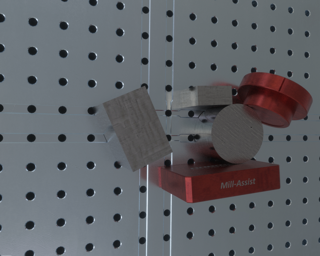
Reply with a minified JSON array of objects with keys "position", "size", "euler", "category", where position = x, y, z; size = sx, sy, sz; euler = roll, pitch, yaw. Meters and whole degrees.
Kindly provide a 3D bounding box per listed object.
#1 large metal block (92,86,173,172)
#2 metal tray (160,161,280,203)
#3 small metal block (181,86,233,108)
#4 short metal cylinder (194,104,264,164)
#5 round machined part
[{"position":[-0.036,0.000,0.370],"size":[0.050,0.080,0.080],"euler":[-26,99,-18],"category":"large metal block"},{"position":[0.077,0.065,0.406],"size":[0.131,0.090,0.030],"euler":[-4,92,-20],"category":"metal tray"},{"position":[0.063,-0.042,0.422],"size":[0.050,0.050,0.025],"euler":[-3,91,-20],"category":"small metal block"},{"position":[0.096,0.007,0.435],"size":[0.081,0.050,0.079],"euler":[0,90,-19],"category":"short metal cylinder"},{"position":[0.153,-0.033,0.430],"size":[0.098,0.098,0.042],"euler":[30,81,-18],"category":"round machined part"}]
